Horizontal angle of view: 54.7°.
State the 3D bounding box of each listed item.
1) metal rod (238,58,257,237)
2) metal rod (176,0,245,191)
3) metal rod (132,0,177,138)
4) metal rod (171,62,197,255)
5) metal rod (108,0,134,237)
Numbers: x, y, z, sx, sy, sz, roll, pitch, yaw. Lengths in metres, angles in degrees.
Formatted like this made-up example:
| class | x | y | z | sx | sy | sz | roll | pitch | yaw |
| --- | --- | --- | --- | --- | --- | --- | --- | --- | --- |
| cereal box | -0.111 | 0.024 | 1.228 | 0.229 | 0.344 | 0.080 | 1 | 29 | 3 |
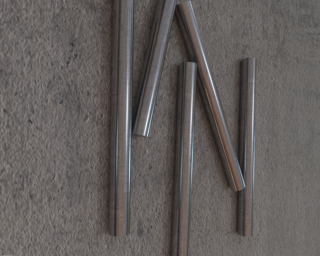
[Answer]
| class | x | y | z | sx | sy | sz | roll | pitch | yaw |
| --- | --- | --- | --- | --- | --- | --- | --- | --- | --- |
| metal rod | 0.149 | 0.031 | 0.528 | 0.025 | 0.025 | 0.298 | 3 | 88 | -40 |
| metal rod | 0.080 | -0.038 | 0.471 | 0.025 | 0.025 | 0.298 | -32 | 110 | -36 |
| metal rod | 0.003 | -0.135 | 0.406 | 0.025 | 0.025 | 0.299 | 19 | 78 | -39 |
| metal rod | 0.033 | 0.059 | 0.432 | 0.025 | 0.025 | 0.298 | 4 | 87 | -40 |
| metal rod | -0.045 | -0.026 | 0.366 | 0.025 | 0.025 | 0.298 | 2 | 89 | -40 |
